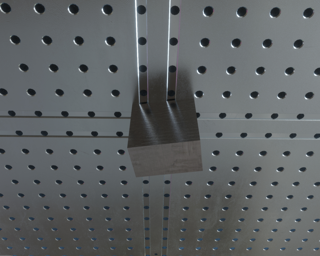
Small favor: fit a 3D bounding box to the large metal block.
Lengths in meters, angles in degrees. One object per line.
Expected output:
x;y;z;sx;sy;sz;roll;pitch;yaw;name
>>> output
0.007;0.011;0.384;0.080;0.080;0.050;-6;130;5;large metal block
